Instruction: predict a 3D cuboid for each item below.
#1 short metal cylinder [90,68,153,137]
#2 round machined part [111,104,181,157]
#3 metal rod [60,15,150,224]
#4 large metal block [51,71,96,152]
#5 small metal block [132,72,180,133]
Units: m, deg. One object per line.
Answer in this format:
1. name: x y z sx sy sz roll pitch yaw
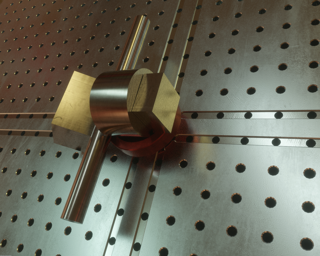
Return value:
1. short metal cylinder: -0.038 -0.029 0.371 0.050 0.080 0.080 1 62 28
2. round machined part: -0.017 -0.007 0.408 0.098 0.042 0.098 -13 56 20
3. metal rod: -0.062 -0.029 0.404 0.025 0.025 0.300 1 62 28
4. large metal block: -0.110 -0.019 0.433 0.050 0.080 0.080 19 65 -9
5. small metal block: -0.003 -0.028 0.355 0.025 0.050 0.050 1 63 28
